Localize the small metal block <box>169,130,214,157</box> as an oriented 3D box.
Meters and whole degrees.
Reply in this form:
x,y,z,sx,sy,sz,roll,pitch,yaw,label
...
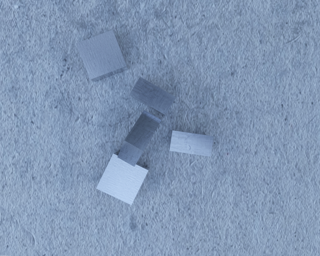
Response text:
x,y,z,sx,sy,sz,roll,pitch,yaw,label
0.038,0.019,0.398,0.050,0.050,0.025,8,90,0,small metal block

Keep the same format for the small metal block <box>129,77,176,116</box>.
x,y,z,sx,sy,sz,roll,pitch,yaw,label
-0.009,-0.039,0.397,0.050,0.050,0.025,30,90,0,small metal block

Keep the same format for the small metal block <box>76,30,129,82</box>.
x,y,z,sx,sy,sz,roll,pitch,yaw,label
-0.075,-0.094,0.409,0.050,0.025,0.050,-21,90,0,small metal block

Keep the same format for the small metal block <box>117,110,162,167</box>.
x,y,z,sx,sy,sz,roll,pitch,yaw,label
-0.026,0.014,0.388,0.025,0.050,0.050,30,57,0,small metal block

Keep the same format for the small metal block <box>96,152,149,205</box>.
x,y,z,sx,sy,sz,roll,pitch,yaw,label
-0.048,0.066,0.410,0.050,0.025,0.050,26,90,0,small metal block
